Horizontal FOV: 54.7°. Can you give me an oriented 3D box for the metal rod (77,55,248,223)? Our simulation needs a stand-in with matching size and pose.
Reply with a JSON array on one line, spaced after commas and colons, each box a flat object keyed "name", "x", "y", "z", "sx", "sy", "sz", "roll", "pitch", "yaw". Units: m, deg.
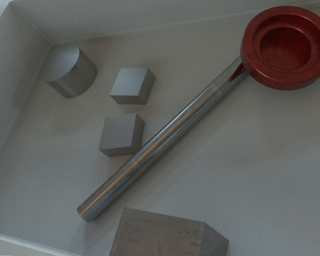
[{"name": "metal rod", "x": 0.015, "y": 0.006, "z": 0.392, "sx": 0.300, "sy": 0.025, "sz": 0.025, "roll": -43, "pitch": 51, "yaw": -2}]

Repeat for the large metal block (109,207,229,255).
[{"name": "large metal block", "x": 0.012, "y": 0.116, "z": 0.292, "sx": 0.080, "sy": 0.080, "sz": 0.050, "roll": 2, "pitch": 63, "yaw": 29}]

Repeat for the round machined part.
[{"name": "round machined part", "x": 0.143, "y": -0.088, "z": 0.359, "sx": 0.099, "sy": 0.042, "sz": 0.098, "roll": -1, "pitch": 72, "yaw": 5}]

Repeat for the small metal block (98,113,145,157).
[{"name": "small metal block", "x": -0.052, "y": 0.010, "z": 0.425, "sx": 0.050, "sy": 0.025, "sz": 0.050, "roll": -7, "pitch": 59, "yaw": 24}]

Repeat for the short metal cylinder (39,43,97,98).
[{"name": "short metal cylinder", "x": -0.156, "y": -0.097, "z": 0.529, "sx": 0.080, "sy": 0.050, "sz": 0.080, "roll": -13, "pitch": 56, "yaw": 20}]

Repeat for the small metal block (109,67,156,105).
[{"name": "small metal block", "x": -0.041, "y": -0.063, "z": 0.464, "sx": 0.050, "sy": 0.025, "sz": 0.050, "roll": 4, "pitch": 64, "yaw": 29}]
